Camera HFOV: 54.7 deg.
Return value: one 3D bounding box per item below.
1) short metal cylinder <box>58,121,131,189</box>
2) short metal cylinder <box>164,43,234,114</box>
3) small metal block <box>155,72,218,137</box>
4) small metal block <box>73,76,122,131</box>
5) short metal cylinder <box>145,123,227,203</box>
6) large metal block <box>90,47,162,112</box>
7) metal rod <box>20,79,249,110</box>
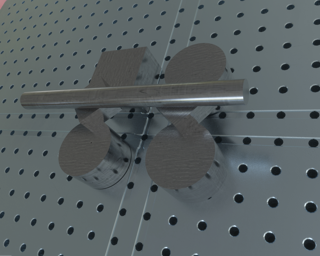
[{"bbox_3d":[-0.087,0.035,0.415,0.080,0.050,0.080,-13,56,21],"label":"short metal cylinder"},{"bbox_3d":[0.053,-0.063,0.403,0.080,0.050,0.080,-13,56,21],"label":"short metal cylinder"},{"bbox_3d":[0.027,-0.027,0.347,0.050,0.025,0.050,-42,51,-1],"label":"small metal block"},{"bbox_3d":[-0.084,-0.032,0.409,0.050,0.025,0.050,-34,51,5],"label":"small metal block"},{"bbox_3d":[0.031,0.039,0.352,0.080,0.050,0.080,-13,56,21],"label":"short metal cylinder"},{"bbox_3d":[-0.053,-0.070,0.463,0.080,0.050,0.080,1,62,29],"label":"large metal block"},{"bbox_3d":[-0.052,-0.036,0.361,0.300,0.025,0.025,1,62,28],"label":"metal rod"}]
